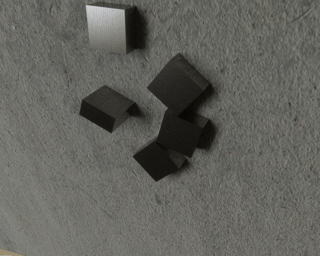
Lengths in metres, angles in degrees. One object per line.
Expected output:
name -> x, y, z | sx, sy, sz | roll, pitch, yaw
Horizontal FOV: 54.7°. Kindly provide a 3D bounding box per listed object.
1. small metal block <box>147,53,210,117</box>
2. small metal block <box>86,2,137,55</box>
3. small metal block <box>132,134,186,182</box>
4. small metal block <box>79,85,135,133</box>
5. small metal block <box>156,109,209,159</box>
small metal block -> 0.021, -0.050, 0.365 | 0.050, 0.025, 0.050 | 43, 129, -2
small metal block -> -0.056, -0.118, 0.364 | 0.050, 0.025, 0.050 | 14, 125, 20
small metal block -> -0.001, 0.041, 0.433 | 0.050, 0.025, 0.050 | 48, 129, -6
small metal block -> -0.069, -0.026, 0.411 | 0.050, 0.050, 0.025 | 30, 128, 9
small metal block -> 0.028, 0.003, 0.394 | 0.050, 0.025, 0.050 | 25, 127, 12
